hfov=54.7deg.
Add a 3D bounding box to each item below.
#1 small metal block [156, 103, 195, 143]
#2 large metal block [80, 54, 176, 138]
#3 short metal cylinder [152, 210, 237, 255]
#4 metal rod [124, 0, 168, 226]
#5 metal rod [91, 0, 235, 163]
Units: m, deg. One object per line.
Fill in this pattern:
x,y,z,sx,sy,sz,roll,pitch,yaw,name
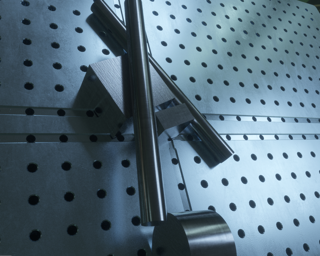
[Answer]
0.008,-0.003,0.400,0.050,0.050,0.025,-20,73,-36,small metal block
-0.042,-0.045,0.398,0.081,0.050,0.080,-27,77,-37,large metal block
0.032,0.126,0.315,0.050,0.080,0.080,4,60,-27,short metal cylinder
-0.021,-0.042,0.359,0.025,0.025,0.299,7,59,-25,metal rod
0.000,-0.072,0.453,0.025,0.025,0.300,-34,81,-38,metal rod
